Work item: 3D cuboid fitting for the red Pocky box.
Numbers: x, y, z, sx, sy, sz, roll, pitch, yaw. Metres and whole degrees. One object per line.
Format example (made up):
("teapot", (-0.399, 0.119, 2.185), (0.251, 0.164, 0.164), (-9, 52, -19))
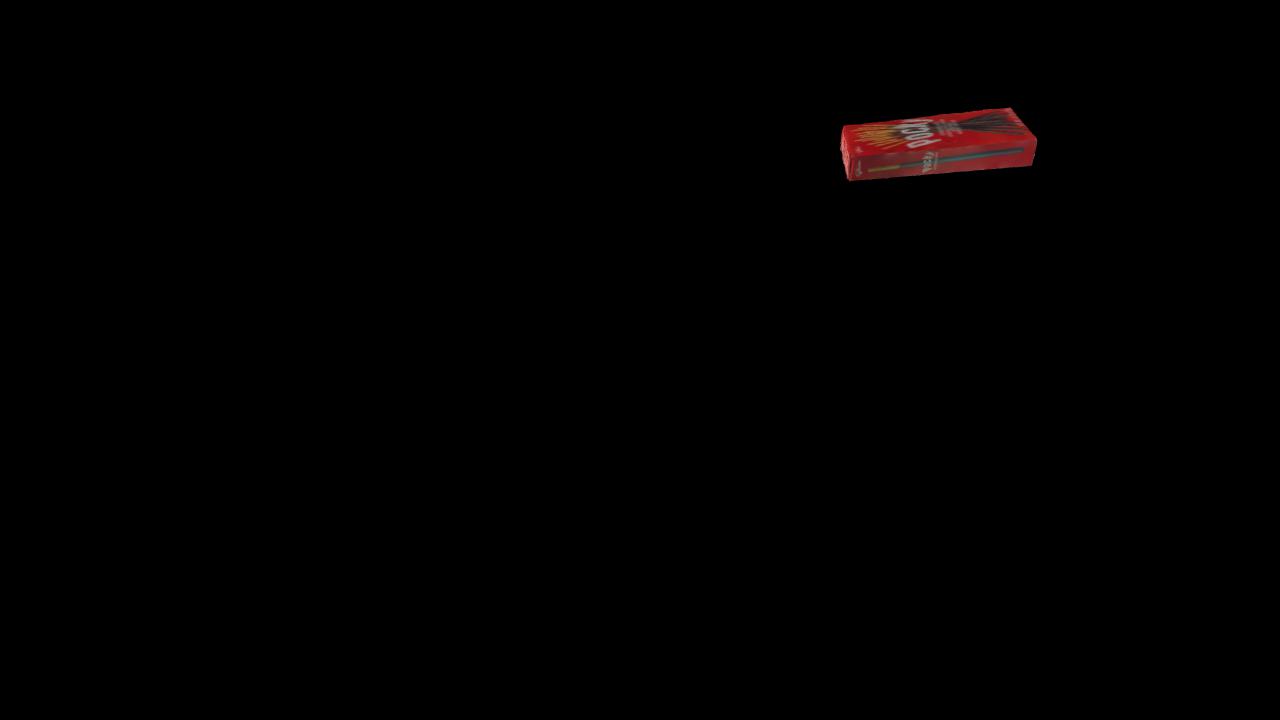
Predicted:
("red Pocky box", (0.271, -0.201, 0.572), (0.155, 0.028, 0.083), (-2, 40, 13))
